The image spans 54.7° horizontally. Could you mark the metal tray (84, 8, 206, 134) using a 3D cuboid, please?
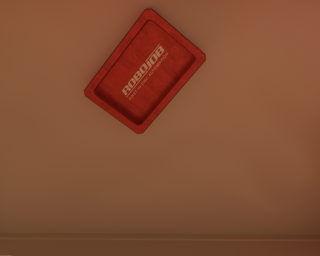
[{"bbox_3d":[-0.019,-0.068,0.383,0.090,0.030,0.130,37,106,-13],"label":"metal tray"}]
